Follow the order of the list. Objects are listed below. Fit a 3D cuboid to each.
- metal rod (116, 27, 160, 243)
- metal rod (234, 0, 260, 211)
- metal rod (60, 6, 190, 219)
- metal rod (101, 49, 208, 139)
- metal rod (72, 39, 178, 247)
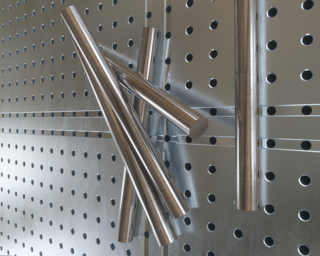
[{"bbox_3d":[-0.032,0.014,0.433,0.025,0.025,0.298,13,98,39],"label":"metal rod"},{"bbox_3d":[0.093,-0.064,0.331,0.025,0.025,0.298,0,90,39],"label":"metal rod"},{"bbox_3d":[-0.046,-0.023,0.397,0.025,0.025,0.299,-32,85,35],"label":"metal rod"},{"bbox_3d":[-0.046,-0.069,0.413,0.300,0.025,0.025,39,114,43],"label":"metal rod"},{"bbox_3d":[-0.051,0.009,0.413,0.025,0.025,0.299,-31,78,35],"label":"metal rod"}]
